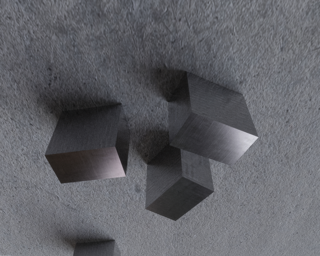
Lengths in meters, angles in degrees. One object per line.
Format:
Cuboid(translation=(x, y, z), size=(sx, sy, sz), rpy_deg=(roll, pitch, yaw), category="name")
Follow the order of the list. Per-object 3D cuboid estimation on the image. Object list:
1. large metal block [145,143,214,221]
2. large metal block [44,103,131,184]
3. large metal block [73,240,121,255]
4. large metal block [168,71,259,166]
Cuboid(translation=(0.024, 0.068, 0.429), size=(0.050, 0.080, 0.080), rpy_deg=(29, 124, -22), category="large metal block")
Cuboid(translation=(-0.084, 0.018, 0.385), size=(0.080, 0.080, 0.050), rpy_deg=(-7, 130, 6), category="large metal block")
Cuboid(translation=(-0.125, 0.270, 0.600), size=(0.080, 0.080, 0.050), rpy_deg=(-6, 130, 5), category="large metal block")
Cuboid(translation=(0.057, -0.012, 0.362), size=(0.080, 0.080, 0.050), rpy_deg=(20, 127, -16), category="large metal block")
